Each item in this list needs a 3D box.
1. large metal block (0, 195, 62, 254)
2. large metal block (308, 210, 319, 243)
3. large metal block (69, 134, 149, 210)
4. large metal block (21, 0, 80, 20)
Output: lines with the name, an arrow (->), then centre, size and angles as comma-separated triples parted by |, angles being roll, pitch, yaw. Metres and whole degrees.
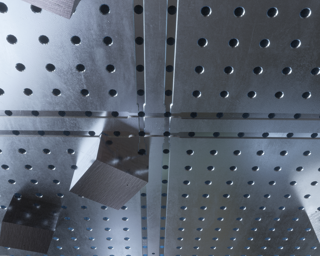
large metal block -> -0.224, 0.169, 0.536 | 0.081, 0.050, 0.079 | 16, 128, -14
large metal block -> 0.318, 0.175, 0.530 | 0.050, 0.080, 0.080 | 30, 124, -24
large metal block -> -0.072, 0.066, 0.451 | 0.080, 0.050, 0.080 | 28, 124, -23
large metal block -> -0.102, -0.153, 0.263 | 0.081, 0.050, 0.079 | 19, 128, -16
